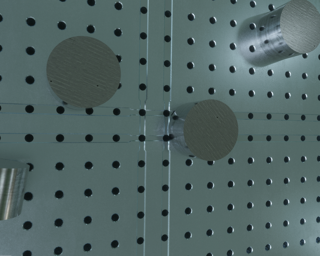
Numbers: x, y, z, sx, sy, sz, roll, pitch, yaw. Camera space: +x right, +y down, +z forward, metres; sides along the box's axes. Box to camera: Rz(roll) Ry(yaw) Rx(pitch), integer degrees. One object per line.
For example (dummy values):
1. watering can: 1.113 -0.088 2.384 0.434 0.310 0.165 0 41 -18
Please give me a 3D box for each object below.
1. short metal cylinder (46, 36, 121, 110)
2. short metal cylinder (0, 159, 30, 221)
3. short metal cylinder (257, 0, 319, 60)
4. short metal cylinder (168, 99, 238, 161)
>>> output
1. short metal cylinder: -0.092 -0.062 0.366 0.081 0.050 0.079 0 90 -20
2. short metal cylinder: -0.181 0.059 0.317 0.081 0.080 0.050 10 87 -20
3. short metal cylinder: 0.199 -0.149 0.474 0.081 0.050 0.079 0 90 -21
4. short metal cylinder: 0.058 0.003 0.422 0.081 0.050 0.079 0 90 -21
